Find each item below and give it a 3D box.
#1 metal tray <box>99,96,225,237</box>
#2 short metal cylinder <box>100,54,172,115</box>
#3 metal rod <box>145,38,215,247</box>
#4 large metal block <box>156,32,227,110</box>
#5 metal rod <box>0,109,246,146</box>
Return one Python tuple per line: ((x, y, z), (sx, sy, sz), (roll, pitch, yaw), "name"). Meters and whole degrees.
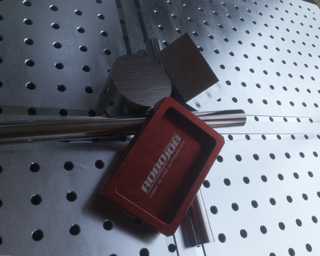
((0.005, 0.041, 0.349), (0.090, 0.030, 0.130), (37, 71, -12), "metal tray")
((-0.032, -0.049, 0.404), (0.081, 0.050, 0.080), (14, 56, -21), "short metal cylinder")
((0.020, 0.001, 0.418), (0.025, 0.025, 0.299), (1, 62, -28), "metal rod")
((0.047, -0.075, 0.438), (0.080, 0.050, 0.080), (60, 14, 14), "large metal block")
((-0.027, -0.004, 0.375), (0.303, 0.025, 0.025), (-4, 64, -22), "metal rod")
